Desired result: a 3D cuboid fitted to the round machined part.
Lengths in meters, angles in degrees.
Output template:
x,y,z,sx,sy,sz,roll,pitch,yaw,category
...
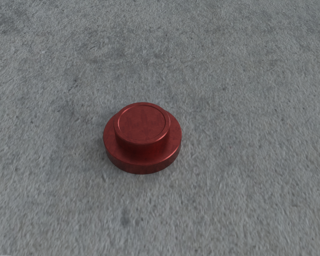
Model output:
x,y,z,sx,sy,sz,roll,pitch,yaw,category
-0.022,0.006,0.387,0.099,0.042,0.098,0,50,0,round machined part
